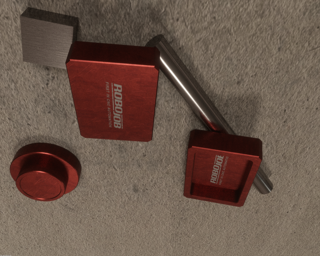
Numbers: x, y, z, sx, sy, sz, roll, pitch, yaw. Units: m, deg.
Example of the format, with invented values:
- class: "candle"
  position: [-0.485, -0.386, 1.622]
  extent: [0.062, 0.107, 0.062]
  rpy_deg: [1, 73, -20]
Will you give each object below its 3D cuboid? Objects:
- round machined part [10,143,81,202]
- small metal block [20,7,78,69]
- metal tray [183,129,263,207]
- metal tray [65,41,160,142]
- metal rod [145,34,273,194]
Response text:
- class: "round machined part"
  position: [-0.169, 0.071, 0.454]
  extent: [0.099, 0.042, 0.097]
  rpy_deg: [-1, 130, 0]
- class: "small metal block"
  position: [-0.115, -0.093, 0.326]
  extent: [0.050, 0.025, 0.050]
  rpy_deg: [9, 130, -8]
- class: "metal tray"
  position: [0.082, 0.060, 0.431]
  extent: [0.090, 0.030, 0.129]
  rpy_deg: [8, 140, 8]
- class: "metal tray"
  position: [-0.050, -0.035, 0.355]
  extent: [0.091, 0.030, 0.129]
  rpy_deg: [4, 143, -3]
- class: "metal rod"
  position: [0.080, 0.001, 0.409]
  extent: [0.025, 0.025, 0.300]
  rpy_deg: [-29, 125, 22]
